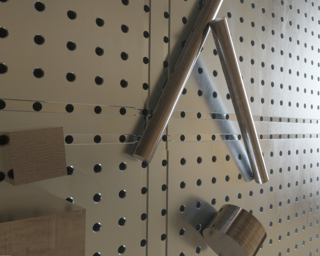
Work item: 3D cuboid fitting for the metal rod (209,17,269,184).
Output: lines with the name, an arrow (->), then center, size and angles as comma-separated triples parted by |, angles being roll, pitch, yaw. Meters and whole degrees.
metal rod -> 0.135, -0.031, 0.508 | 0.025, 0.025, 0.299 | -40, 120, -33

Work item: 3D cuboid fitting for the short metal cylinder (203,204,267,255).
short metal cylinder -> 0.113, 0.163, 0.471 | 0.050, 0.080, 0.080 | -43, 116, -32

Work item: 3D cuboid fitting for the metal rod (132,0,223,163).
metal rod -> 0.035, -0.090, 0.440 | 0.025, 0.025, 0.300 | 38, 67, -34

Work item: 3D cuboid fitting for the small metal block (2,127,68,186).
small metal block -> -0.123, 0.026, 0.307 | 0.050, 0.025, 0.050 | -8, 95, -40

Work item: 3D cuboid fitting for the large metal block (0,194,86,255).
large metal block -> -0.121, 0.094, 0.273 | 0.081, 0.080, 0.050 | 1, 89, -40
